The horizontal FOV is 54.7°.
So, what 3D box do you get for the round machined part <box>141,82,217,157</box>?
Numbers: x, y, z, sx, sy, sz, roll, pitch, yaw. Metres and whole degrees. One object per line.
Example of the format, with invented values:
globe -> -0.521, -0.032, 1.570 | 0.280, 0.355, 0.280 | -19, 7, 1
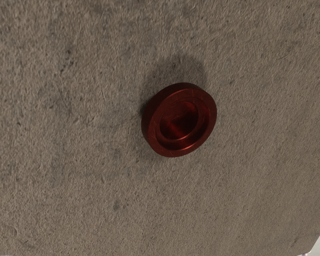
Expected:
round machined part -> 0.021, -0.014, 0.400 | 0.099, 0.042, 0.097 | -14, 125, -21
